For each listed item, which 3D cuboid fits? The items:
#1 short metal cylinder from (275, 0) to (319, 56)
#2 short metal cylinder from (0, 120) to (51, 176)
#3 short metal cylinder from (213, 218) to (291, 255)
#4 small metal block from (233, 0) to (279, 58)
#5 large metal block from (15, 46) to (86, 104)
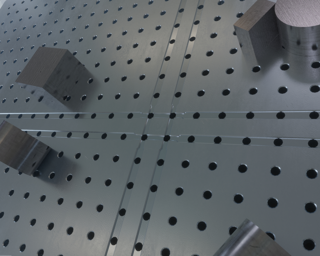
[{"bbox_3d":[0.186,-0.135,0.378,0.080,0.050,0.080,-13,56,21],"label":"short metal cylinder"},{"bbox_3d":[-0.214,0.030,0.466,0.080,0.080,0.050,21,73,35],"label":"short metal cylinder"},{"bbox_3d":[0.086,0.121,0.253,0.050,0.080,0.080,-47,51,-4],"label":"short metal cylinder"},{"bbox_3d":[0.128,-0.130,0.405,0.050,0.050,0.025,-46,51,-4],"label":"small metal block"},{"bbox_3d":[-0.195,-0.096,0.553,0.080,0.050,0.080,14,69,33],"label":"large metal block"}]
